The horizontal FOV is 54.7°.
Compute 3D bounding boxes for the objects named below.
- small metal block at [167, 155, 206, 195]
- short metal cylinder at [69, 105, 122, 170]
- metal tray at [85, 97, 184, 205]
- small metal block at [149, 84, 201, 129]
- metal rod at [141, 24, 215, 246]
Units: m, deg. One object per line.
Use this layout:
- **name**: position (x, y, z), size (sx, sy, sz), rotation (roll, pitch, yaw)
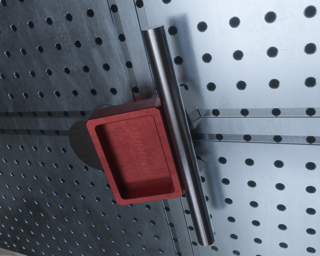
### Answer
- **small metal block**: position (0.027, 0.057, 0.430), size (0.050, 0.025, 0.050), rotation (34, 129, 5)
- **short metal cylinder**: position (-0.082, 0.013, 0.443), size (0.080, 0.050, 0.079), rotation (13, 124, 20)
- **metal tray**: position (-0.027, 0.033, 0.390), size (0.090, 0.030, 0.129), rotation (-11, 115, 11)
- **small metal block**: position (0.016, -0.021, 0.389), size (0.050, 0.025, 0.050), rotation (-16, 110, 34)
- **metal rod**: position (0.029, 0.027, 0.379), size (0.025, 0.025, 0.298), rotation (-1, 118, 28)
